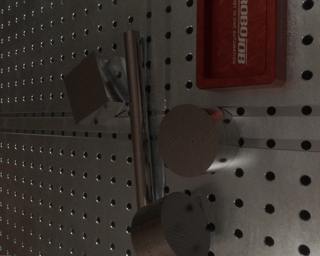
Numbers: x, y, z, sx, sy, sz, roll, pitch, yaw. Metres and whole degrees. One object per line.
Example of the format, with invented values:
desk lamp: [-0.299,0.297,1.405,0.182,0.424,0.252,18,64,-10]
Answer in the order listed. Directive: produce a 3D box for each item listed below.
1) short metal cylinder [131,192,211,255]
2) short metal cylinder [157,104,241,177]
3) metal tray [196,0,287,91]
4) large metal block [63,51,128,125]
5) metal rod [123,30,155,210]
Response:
short metal cylinder: [0.013,0.121,0.361,0.050,0.081,0.080,-34,69,34]
short metal cylinder: [0.044,0.014,0.355,0.080,0.050,0.079,0,90,39]
metal tray: [0.085,-0.108,0.334,0.090,0.030,0.129,1,91,39]
large metal block: [-0.094,-0.057,0.468,0.080,0.050,0.080,-29,72,36]
metal rod: [-0.027,0.014,0.429,0.025,0.025,0.298,-8,85,39]
